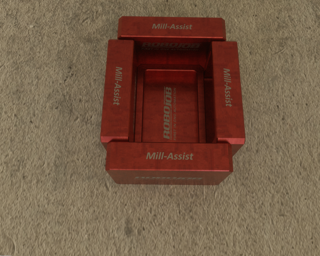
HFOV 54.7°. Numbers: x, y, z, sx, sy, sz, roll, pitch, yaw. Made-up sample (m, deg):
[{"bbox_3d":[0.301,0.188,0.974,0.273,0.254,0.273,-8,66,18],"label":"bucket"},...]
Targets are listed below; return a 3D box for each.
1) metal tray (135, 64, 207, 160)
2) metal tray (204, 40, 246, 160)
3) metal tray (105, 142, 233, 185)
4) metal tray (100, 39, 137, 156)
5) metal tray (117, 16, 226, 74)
[{"bbox_3d":[0.014,-0.022,0.415,0.091,0.030,0.130,1,70,0],"label":"metal tray"},{"bbox_3d":[0.075,-0.031,0.386,0.030,0.090,0.130,1,70,0],"label":"metal tray"},{"bbox_3d":[0.010,0.044,0.358,0.131,0.090,0.030,1,70,0],"label":"metal tray"},{"bbox_3d":[-0.047,-0.032,0.385,0.030,0.090,0.130,1,70,0],"label":"metal tray"},{"bbox_3d":[0.014,-0.107,0.413,0.131,0.090,0.030,1,70,0],"label":"metal tray"}]
